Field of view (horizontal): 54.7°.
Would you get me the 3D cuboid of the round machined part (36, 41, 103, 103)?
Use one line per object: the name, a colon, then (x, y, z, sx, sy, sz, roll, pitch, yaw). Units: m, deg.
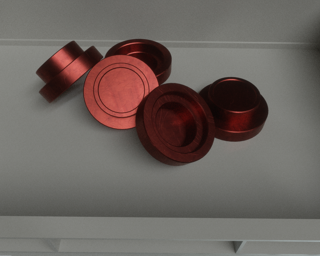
round machined part: (-0.129, -0.082, 0.424, 0.042, 0.098, 0.098, 49, 54, -17)

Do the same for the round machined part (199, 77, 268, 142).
round machined part: (0.098, -0.032, 0.423, 0.099, 0.042, 0.098, 0, 50, 0)

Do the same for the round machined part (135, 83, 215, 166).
round machined part: (0.015, -0.002, 0.376, 0.099, 0.042, 0.098, 10, 69, -26)

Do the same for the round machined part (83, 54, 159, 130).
round machined part: (-0.049, -0.046, 0.399, 0.099, 0.042, 0.097, 0, 90, -6)

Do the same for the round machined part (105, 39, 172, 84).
round machined part: (-0.032, -0.089, 0.469, 0.099, 0.042, 0.098, 0, 50, 0)
